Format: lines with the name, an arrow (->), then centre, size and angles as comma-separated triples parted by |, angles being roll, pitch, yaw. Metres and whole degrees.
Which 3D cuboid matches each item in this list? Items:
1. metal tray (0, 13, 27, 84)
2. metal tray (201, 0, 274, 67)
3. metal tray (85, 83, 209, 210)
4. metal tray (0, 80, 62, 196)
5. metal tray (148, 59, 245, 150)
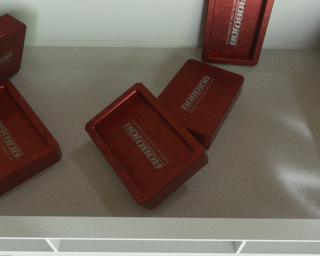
metal tray -> -0.238, -0.089, 0.415 | 0.030, 0.089, 0.130 | 31, 41, -2
metal tray -> 0.115, -0.160, 0.471 | 0.091, 0.129, 0.030 | 6, 42, 4
metal tray -> -0.019, 0.017, 0.363 | 0.090, 0.030, 0.130 | -40, 60, -3
metal tray -> -0.194, 0.008, 0.379 | 0.091, 0.030, 0.130 | -33, 67, -25
metal tray -> 0.053, -0.038, 0.435 | 0.090, 0.030, 0.130 | 23, 54, 18
